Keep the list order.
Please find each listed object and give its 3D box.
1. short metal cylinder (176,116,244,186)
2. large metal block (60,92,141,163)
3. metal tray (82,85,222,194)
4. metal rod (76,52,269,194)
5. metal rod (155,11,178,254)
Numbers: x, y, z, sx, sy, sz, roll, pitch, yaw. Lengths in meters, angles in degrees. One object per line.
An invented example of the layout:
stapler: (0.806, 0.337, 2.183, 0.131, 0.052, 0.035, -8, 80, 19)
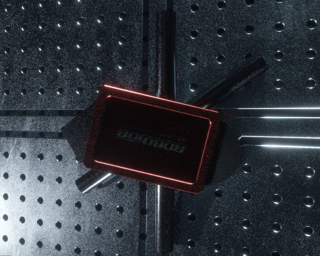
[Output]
short metal cylinder: (0.059, 0.026, 0.377, 0.080, 0.050, 0.079, 0, 90, 19)
large metal block: (-0.065, -0.001, 0.404, 0.080, 0.080, 0.050, -35, 79, 16)
metal tray: (-0.008, 0.012, 0.337, 0.131, 0.030, 0.089, 13, 95, 0)
metal rod: (0.005, 0.002, 0.410, 0.300, 0.025, 0.025, -35, 79, 16)
metal rod: (0.007, 0.013, 0.385, 0.025, 0.025, 0.298, 4, 101, 19)
